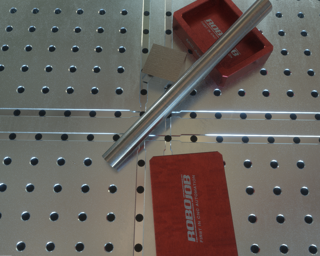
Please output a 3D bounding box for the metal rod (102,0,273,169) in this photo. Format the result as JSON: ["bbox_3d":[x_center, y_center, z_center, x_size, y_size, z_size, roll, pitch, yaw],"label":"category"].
[{"bbox_3d":[0.039,-0.063,0.410,0.025,0.025,0.300,43,84,13],"label":"metal rod"}]

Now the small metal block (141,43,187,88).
[{"bbox_3d":[0.006,-0.087,0.444,0.050,0.025,0.050,18,71,6],"label":"small metal block"}]

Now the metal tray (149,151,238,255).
[{"bbox_3d":[0.037,0.097,0.374,0.091,0.030,0.129,-4,70,-2],"label":"metal tray"}]

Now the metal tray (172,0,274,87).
[{"bbox_3d":[0.090,-0.135,0.459,0.090,0.030,0.130,-31,73,-11],"label":"metal tray"}]
